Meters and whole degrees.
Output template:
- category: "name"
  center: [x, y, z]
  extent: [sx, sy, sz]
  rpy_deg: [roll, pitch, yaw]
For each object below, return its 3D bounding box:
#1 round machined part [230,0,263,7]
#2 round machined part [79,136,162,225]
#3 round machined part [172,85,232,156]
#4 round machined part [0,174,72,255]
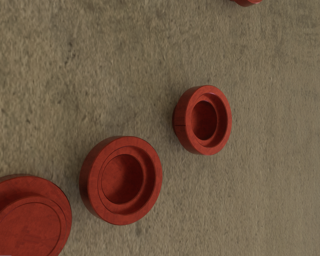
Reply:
- category: "round machined part"
  center: [0.132, -0.248, 0.507]
  extent: [0.099, 0.042, 0.097]
  rpy_deg: [0, 90, -40]
- category: "round machined part"
  center: [-0.048, 0.057, 0.356]
  extent: [0.099, 0.042, 0.097]
  rpy_deg: [0, 90, -40]
- category: "round machined part"
  center: [0.056, -0.011, 0.443]
  extent: [0.099, 0.042, 0.097]
  rpy_deg: [0, 90, -40]
- category: "round machined part"
  center: [-0.128, 0.094, 0.288]
  extent: [0.099, 0.042, 0.097]
  rpy_deg: [0, 90, -40]
